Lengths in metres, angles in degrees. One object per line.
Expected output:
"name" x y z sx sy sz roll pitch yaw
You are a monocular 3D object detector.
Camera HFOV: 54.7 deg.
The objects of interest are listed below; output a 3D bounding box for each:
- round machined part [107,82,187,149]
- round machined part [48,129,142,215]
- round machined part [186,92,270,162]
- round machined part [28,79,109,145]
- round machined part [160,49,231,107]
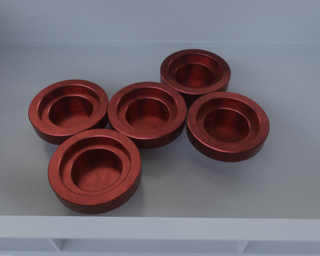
"round machined part" -0.016 -0.012 0.399 0.099 0.042 0.098 0 50 0
"round machined part" -0.069 0.051 0.346 0.099 0.042 0.098 0 50 0
"round machined part" 0.082 0.003 0.389 0.099 0.042 0.098 0 50 0
"round machined part" -0.114 -0.016 0.403 0.099 0.042 0.098 0 50 0
"round machined part" 0.050 -0.068 0.448 0.099 0.042 0.098 0 50 0
